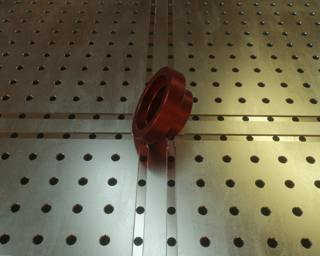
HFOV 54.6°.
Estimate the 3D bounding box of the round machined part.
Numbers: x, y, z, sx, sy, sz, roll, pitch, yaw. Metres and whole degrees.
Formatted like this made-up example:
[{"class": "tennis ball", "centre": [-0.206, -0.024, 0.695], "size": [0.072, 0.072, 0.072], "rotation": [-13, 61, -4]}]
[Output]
[{"class": "round machined part", "centre": [0.006, -0.025, 0.394], "size": [0.042, 0.098, 0.098], "rotation": [23, 47, -21]}]
